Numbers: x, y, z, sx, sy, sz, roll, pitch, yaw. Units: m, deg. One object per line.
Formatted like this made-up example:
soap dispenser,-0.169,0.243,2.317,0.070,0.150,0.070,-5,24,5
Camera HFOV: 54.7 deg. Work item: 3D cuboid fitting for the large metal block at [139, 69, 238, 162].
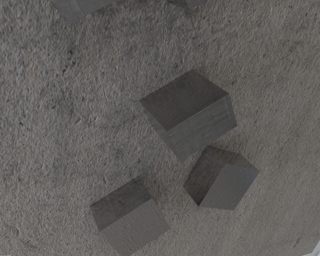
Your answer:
large metal block,0.033,-0.019,0.378,0.080,0.080,0.050,-31,129,-8

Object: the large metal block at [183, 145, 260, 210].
large metal block,0.097,0.081,0.494,0.081,0.050,0.080,16,110,-35

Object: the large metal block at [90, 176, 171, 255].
large metal block,-0.041,0.130,0.448,0.080,0.050,0.080,-31,129,-8

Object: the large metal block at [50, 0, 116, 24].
large metal block,-0.059,-0.135,0.255,0.080,0.080,0.050,-31,129,-9

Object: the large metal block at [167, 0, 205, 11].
large metal block,0.036,-0.176,0.301,0.080,0.050,0.080,-34,129,-6
